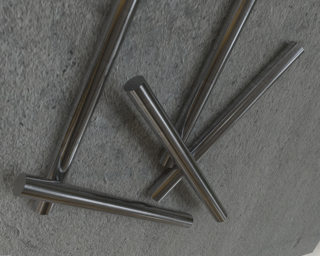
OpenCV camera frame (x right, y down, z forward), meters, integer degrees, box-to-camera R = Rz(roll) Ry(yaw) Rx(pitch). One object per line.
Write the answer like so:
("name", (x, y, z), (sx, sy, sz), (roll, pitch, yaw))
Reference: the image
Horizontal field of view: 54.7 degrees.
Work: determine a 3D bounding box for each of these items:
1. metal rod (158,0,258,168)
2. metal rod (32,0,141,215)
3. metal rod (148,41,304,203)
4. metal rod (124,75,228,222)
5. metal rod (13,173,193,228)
("metal rod", (0.068, -0.079, 0.394), (0.025, 0.025, 0.298), (12, 112, -34))
("metal rod", (-0.083, -0.027, 0.344), (0.025, 0.025, 0.298), (14, 111, -34))
("metal rod", (0.093, -0.006, 0.453), (0.300, 0.025, 0.025), (-47, 129, 4))
("metal rod", (0.037, 0.049, 0.423), (0.025, 0.025, 0.299), (-37, 129, -4))
("metal rod", (-0.050, 0.109, 0.426), (0.301, 0.025, 0.025), (27, 103, -44))
